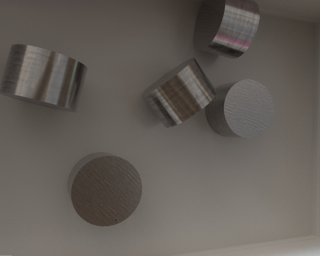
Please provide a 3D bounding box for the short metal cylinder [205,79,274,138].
[{"bbox_3d":[0.112,-0.026,0.440,0.081,0.050,0.079,0,90,-21],"label":"short metal cylinder"}]

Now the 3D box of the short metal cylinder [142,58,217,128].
[{"bbox_3d":[0.024,-0.045,0.391,0.080,0.080,0.050,-40,103,-16],"label":"short metal cylinder"}]

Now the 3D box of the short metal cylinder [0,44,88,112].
[{"bbox_3d":[-0.125,-0.051,0.335,0.081,0.080,0.050,14,85,-20],"label":"short metal cylinder"}]

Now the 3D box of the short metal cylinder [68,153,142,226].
[{"bbox_3d":[-0.067,0.071,0.373,0.081,0.050,0.079,0,90,-21],"label":"short metal cylinder"}]

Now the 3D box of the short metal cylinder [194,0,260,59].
[{"bbox_3d":[0.087,-0.138,0.414,0.050,0.080,0.080,10,87,-20],"label":"short metal cylinder"}]
